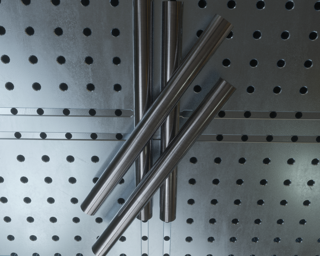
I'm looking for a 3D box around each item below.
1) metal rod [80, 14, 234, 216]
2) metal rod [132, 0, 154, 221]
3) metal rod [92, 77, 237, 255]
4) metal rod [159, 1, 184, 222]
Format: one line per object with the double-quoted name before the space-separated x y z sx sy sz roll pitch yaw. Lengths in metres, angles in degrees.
"metal rod" -0.013 -0.004 0.386 0.025 0.025 0.299 33 107 -11
"metal rod" -0.022 -0.010 0.410 0.025 0.025 0.298 1 110 0
"metal rod" -0.003 0.062 0.409 0.025 0.025 0.299 33 106 -11
"metal rod" 0.013 -0.007 0.411 0.025 0.025 0.298 1 110 0
